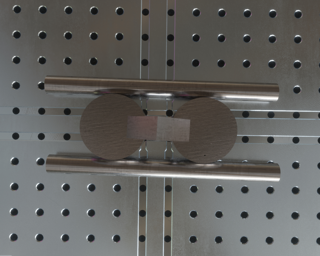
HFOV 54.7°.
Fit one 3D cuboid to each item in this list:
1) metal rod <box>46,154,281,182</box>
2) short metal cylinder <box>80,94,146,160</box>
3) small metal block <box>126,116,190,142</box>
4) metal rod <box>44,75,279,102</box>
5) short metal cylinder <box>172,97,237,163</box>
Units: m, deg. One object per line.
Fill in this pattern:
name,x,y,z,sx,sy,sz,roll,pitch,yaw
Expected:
metal rod,0.005,0.053,0.410,0.302,0.025,0.025,2,90,0
short metal cylinder,-0.056,-0.002,0.397,0.081,0.050,0.079,0,90,0
small metal block,-0.002,0.001,0.351,0.050,0.050,0.025,4,89,-43
metal rod,0.003,-0.052,0.410,0.302,0.025,0.025,2,90,0
short metal cylinder,0.053,0.003,0.398,0.081,0.050,0.079,0,90,0
